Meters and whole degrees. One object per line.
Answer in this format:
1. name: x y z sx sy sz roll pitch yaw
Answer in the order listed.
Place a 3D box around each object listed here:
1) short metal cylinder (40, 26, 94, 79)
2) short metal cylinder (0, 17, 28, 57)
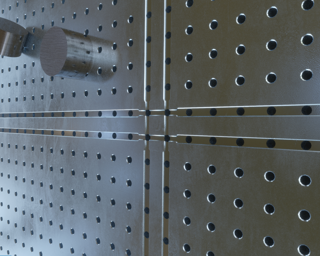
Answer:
1. short metal cylinder: -0.157 -0.124 0.520 0.080 0.050 0.079 0 90 39
2. short metal cylinder: -0.319 -0.187 0.632 0.080 0.081 0.050 44 116 31
